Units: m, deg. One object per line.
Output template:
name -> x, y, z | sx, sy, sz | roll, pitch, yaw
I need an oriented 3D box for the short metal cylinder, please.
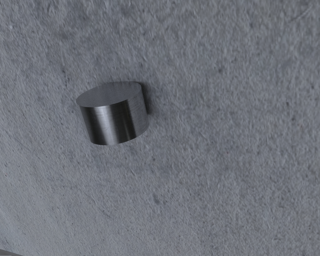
short metal cylinder -> -0.058, -0.021, 0.387 | 0.080, 0.080, 0.050 | 3, 120, 26
